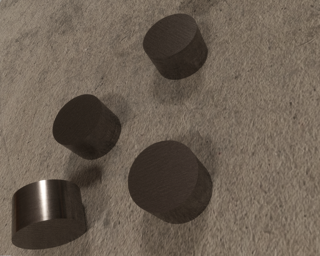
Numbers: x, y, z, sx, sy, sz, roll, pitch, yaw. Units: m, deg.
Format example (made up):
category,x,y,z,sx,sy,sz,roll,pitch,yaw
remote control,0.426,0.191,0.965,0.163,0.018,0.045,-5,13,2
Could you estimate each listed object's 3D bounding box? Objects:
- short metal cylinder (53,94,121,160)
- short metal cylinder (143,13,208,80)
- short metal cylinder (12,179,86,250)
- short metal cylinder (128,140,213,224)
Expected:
category,x,y,z,sx,sy,sz,roll,pitch,yaw
short metal cylinder,-0.103,-0.001,0.441,0.080,0.050,0.080,-13,56,20
short metal cylinder,0.023,-0.117,0.446,0.080,0.050,0.080,-13,56,20
short metal cylinder,-0.134,0.105,0.373,0.080,0.080,0.050,-28,53,10
short metal cylinder,0.012,0.060,0.343,0.080,0.050,0.080,-13,56,20
